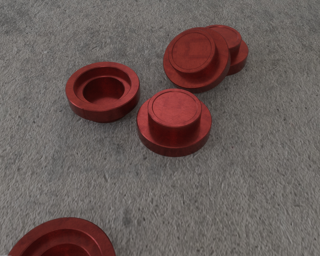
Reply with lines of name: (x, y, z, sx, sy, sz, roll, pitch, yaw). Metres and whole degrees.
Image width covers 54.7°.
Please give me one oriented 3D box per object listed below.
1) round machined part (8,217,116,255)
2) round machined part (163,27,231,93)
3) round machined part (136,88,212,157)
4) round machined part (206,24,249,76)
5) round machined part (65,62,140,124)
round machined part: (-0.086, 0.135, 0.278, 0.099, 0.042, 0.098, 0, 50, 0)
round machined part: (0.051, -0.103, 0.450, 0.098, 0.042, 0.098, -5, 75, 19)
round machined part: (0.018, -0.014, 0.404, 0.099, 0.042, 0.098, 0, 50, 0)
round machined part: (0.094, -0.131, 0.503, 0.099, 0.042, 0.098, 0, 50, 0)
round machined part: (-0.076, -0.045, 0.429, 0.099, 0.042, 0.098, 0, 50, 0)
